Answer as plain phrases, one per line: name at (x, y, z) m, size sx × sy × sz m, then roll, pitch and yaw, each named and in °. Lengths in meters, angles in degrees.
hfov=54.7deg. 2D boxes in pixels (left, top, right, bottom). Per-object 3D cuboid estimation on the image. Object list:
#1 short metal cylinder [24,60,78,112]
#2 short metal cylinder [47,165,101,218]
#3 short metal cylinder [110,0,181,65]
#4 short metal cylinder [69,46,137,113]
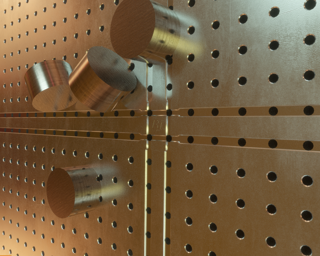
short metal cylinder at (-0.180, -0.070, 0.522) m, size 0.080 × 0.081 × 0.050 m, roll -38°, pitch 67°, yaw 33°
short metal cylinder at (-0.143, 0.103, 0.511) m, size 0.080 × 0.050 × 0.079 m, roll 0°, pitch 90°, yaw 40°
short metal cylinder at (-0.020, -0.128, 0.410) m, size 0.080 × 0.050 × 0.079 m, roll 0°, pitch 90°, yaw 40°
short metal cylinder at (-0.081, -0.069, 0.440) m, size 0.050 × 0.081 × 0.080 m, roll -41°, pitch 65°, yaw 32°
